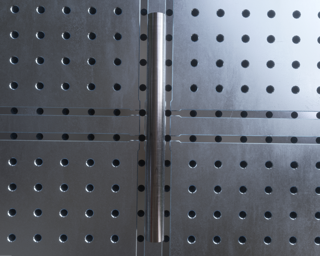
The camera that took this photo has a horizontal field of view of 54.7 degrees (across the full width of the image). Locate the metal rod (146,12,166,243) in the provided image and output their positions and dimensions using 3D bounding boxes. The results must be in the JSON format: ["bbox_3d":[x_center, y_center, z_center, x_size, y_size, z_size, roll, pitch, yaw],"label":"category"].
[{"bbox_3d":[-0.006,-0.001,0.413,0.025,0.025,0.298,0,90,-1],"label":"metal rod"}]
